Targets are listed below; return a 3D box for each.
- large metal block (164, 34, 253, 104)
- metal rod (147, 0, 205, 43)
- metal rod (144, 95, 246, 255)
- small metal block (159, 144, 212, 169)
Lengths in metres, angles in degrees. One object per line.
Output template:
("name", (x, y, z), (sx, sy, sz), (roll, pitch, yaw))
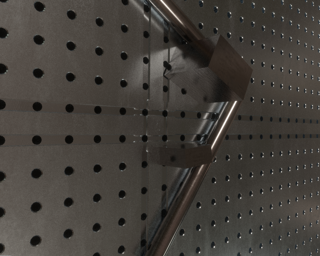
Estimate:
("large metal block", (0.068, -0.078, 0.433), (0.080, 0.080, 0.050), (34, 69, -35))
("metal rod", (-0.042, -0.201, 0.375), (0.301, 0.025, 0.025), (37, 67, -34))
("metal rod", (0.060, 0.059, 0.462), (0.025, 0.025, 0.300), (47, 62, -30))
("small metal block", (0.035, 0.037, 0.425), (0.050, 0.050, 0.025), (-6, 94, -40))
